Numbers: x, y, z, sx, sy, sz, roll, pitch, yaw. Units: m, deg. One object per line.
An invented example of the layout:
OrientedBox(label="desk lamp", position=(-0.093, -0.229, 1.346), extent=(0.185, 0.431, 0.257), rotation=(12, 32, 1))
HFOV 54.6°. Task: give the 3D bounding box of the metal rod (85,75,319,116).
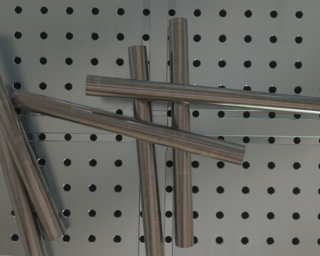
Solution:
OrientedBox(label="metal rod", position=(0.061, -0.040, 0.392), extent=(0.302, 0.025, 0.025), rotation=(4, 90, -9))

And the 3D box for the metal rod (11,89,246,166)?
OrientedBox(label="metal rod", position=(-0.046, -0.003, 0.390), extent=(0.301, 0.025, 0.025), rotation=(14, 90, 9))

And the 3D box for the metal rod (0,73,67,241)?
OrientedBox(label="metal rod", position=(-0.188, 0.004, 0.396), extent=(0.025, 0.025, 0.299), rotation=(-20, 96, 0))

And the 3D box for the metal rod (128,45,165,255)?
OrientedBox(label="metal rod", position=(-0.017, 0.042, 0.413), extent=(0.025, 0.025, 0.298), rotation=(-5, 90, 0))

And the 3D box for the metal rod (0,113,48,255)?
OrientedBox(label="metal rod", position=(-0.187, 0.086, 0.412), extent=(0.025, 0.025, 0.299), rotation=(-15, 90, 0))

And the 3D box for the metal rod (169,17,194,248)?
OrientedBox(label="metal rod", position=(0.028, 0.006, 0.413), extent=(0.025, 0.025, 0.298), rotation=(-2, 90, 0))
